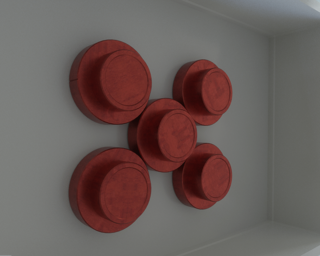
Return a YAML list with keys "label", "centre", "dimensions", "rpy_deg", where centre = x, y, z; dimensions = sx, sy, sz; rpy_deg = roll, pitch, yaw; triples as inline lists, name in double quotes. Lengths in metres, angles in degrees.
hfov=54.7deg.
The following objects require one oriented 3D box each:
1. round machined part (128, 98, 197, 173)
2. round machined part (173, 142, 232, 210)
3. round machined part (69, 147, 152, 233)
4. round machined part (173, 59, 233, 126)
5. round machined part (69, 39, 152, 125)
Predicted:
- label: "round machined part"
  centre: [0.011, 0.010, 0.404]
  dimensions: [0.099, 0.042, 0.097]
  rpy_deg: [0, 90, -40]
- label: "round machined part"
  centre: [0.069, 0.071, 0.454]
  dimensions: [0.099, 0.042, 0.097]
  rpy_deg: [0, 90, -40]
- label: "round machined part"
  centre: [-0.049, 0.071, 0.355]
  dimensions: [0.099, 0.042, 0.097]
  rpy_deg: [0, 90, -40]
- label: "round machined part"
  centre: [0.069, -0.052, 0.454]
  dimensions: [0.099, 0.042, 0.097]
  rpy_deg: [0, 90, -40]
- label: "round machined part"
  centre: [-0.048, -0.052, 0.355]
  dimensions: [0.099, 0.042, 0.097]
  rpy_deg: [0, 90, -40]
